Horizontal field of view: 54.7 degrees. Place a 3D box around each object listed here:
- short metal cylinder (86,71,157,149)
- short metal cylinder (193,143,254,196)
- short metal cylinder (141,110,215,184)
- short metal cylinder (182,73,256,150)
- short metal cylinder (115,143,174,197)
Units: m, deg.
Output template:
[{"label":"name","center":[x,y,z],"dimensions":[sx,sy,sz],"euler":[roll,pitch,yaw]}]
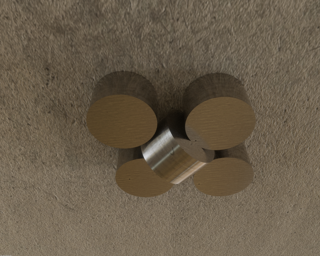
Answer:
[{"label":"short metal cylinder","center":[-0.043,-0.021,0.372],"dimensions":[0.081,0.050,0.079],"euler":[0,130,0]},{"label":"short metal cylinder","center":[0.085,0.051,0.436],"dimensions":[0.081,0.050,0.079],"euler":[0,130,0]},{"label":"short metal cylinder","center":[0.023,0.024,0.393],"dimensions":[0.080,0.080,0.050],"euler":[32,123,-25]},{"label":"short metal cylinder","center":[0.069,-0.019,0.375],"dimensions":[0.081,0.050,0.079],"euler":[0,130,0]},{"label":"short metal cylinder","center":[-0.020,0.053,0.435],"dimensions":[0.081,0.050,0.079],"euler":[0,130,0]}]
